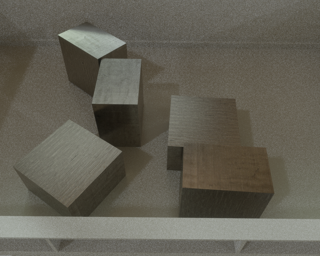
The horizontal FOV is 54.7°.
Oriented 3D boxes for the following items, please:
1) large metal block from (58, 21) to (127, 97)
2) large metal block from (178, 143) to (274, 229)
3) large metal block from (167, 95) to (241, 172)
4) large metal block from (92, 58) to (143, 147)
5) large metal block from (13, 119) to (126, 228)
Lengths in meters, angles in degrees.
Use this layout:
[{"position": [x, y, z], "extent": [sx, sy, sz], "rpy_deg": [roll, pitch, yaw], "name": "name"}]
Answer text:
[{"position": [-0.093, -0.093, 0.445], "extent": [0.080, 0.080, 0.050], "rpy_deg": [34, 55, 25], "name": "large metal block"}, {"position": [0.062, 0.061, 0.319], "extent": [0.080, 0.080, 0.050], "rpy_deg": [3, 50, 2], "name": "large metal block"}, {"position": [0.051, 0.007, 0.383], "extent": [0.080, 0.050, 0.080], "rpy_deg": [3, 50, 2], "name": "large metal block"}, {"position": [-0.049, -0.031, 0.395], "extent": [0.050, 0.080, 0.080], "rpy_deg": [1, 50, 0], "name": "large metal block"}, {"position": [-0.097, 0.048, 0.347], "extent": [0.080, 0.050, 0.080], "rpy_deg": [29, 55, 21], "name": "large metal block"}]
